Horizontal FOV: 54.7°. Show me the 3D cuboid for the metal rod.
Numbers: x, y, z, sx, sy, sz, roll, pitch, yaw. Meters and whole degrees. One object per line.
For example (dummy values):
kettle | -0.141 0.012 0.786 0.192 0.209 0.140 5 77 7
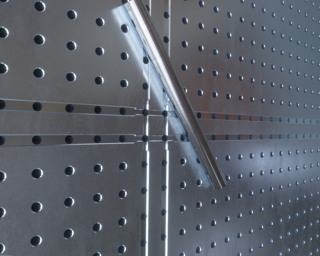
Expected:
metal rod | 0.030 -0.034 0.436 0.025 0.025 0.299 -42 116 -32
